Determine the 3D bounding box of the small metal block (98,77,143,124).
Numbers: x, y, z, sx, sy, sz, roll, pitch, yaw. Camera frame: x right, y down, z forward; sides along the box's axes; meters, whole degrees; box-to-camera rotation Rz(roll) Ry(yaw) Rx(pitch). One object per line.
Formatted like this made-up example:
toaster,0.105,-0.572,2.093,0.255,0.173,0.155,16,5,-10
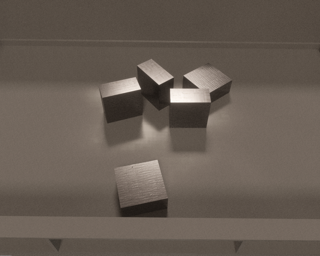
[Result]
small metal block,-0.052,-0.037,0.419,0.050,0.050,0.025,-14,52,-12

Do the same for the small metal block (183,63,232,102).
small metal block,0.070,-0.065,0.461,0.050,0.025,0.050,-30,57,-23

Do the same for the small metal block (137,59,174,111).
small metal block,-0.007,-0.061,0.440,0.025,0.050,0.050,-31,57,-23

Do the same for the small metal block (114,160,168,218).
small metal block,-0.022,0.068,0.348,0.050,0.025,0.050,-10,51,-9

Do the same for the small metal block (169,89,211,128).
small metal block,0.038,-0.025,0.411,0.050,0.050,0.025,0,50,-1
